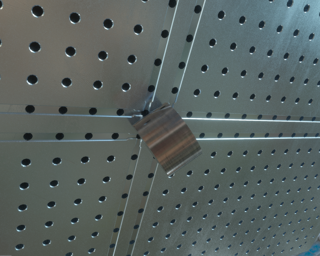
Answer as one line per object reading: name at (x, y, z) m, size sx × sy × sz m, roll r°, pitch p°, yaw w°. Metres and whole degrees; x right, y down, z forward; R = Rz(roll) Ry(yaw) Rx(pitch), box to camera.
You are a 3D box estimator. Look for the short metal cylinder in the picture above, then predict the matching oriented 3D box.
short metal cylinder at (0.008, 0.015, 0.390) m, size 0.050 × 0.080 × 0.080 m, roll -35°, pitch 129°, yaw -6°
